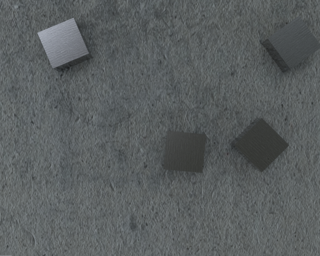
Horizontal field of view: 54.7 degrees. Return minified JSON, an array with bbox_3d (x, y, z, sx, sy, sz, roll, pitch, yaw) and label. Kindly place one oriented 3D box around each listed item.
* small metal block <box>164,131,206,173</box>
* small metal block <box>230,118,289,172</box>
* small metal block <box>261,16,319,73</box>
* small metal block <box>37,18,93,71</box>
[{"bbox_3d":[0.032,0.031,0.410,0.050,0.025,0.050,5,90,0],"label":"small metal block"},{"bbox_3d":[0.131,0.022,0.411,0.050,0.025,0.050,-45,90,0],"label":"small metal block"},{"bbox_3d":[0.174,-0.110,0.411,0.050,0.025,0.050,-36,90,0],"label":"small metal block"},{"bbox_3d":[-0.124,-0.109,0.409,0.050,0.025,0.050,-23,90,0],"label":"small metal block"}]
